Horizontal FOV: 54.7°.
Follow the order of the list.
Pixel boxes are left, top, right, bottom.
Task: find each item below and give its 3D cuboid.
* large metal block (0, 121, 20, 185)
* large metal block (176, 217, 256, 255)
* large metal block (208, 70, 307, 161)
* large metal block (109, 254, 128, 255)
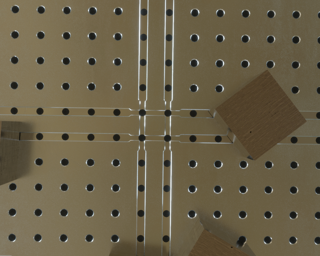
[{"bbox_3d":[-0.234,0.028,0.398,0.081,0.050,0.079,4,90,-1],"label":"large metal block"},{"bbox_3d":[0.068,0.177,0.402,0.080,0.050,0.080,31,90,-1],"label":"large metal block"},{"bbox_3d":[0.123,-0.016,0.403,0.080,0.050,0.080,-37,90,0],"label":"large metal block"},{"bbox_3d":[-0.034,0.217,0.401,0.081,0.050,0.080,8,90,-1],"label":"large metal block"}]
